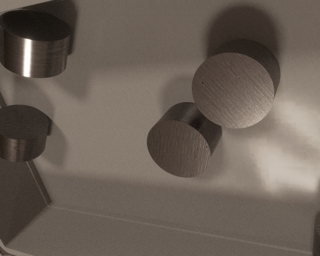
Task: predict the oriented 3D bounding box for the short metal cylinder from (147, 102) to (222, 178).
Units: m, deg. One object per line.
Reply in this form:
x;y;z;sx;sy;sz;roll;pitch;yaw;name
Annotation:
0.031;0.014;0.384;0.080;0.050;0.079;13;124;20;short metal cylinder

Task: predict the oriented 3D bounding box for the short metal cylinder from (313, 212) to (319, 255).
0.214;0.130;0.341;0.080;0.080;0.050;4;120;26;short metal cylinder

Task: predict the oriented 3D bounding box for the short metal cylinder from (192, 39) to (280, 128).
0.079;-0.046;0.321;0.080;0.050;0.079;13;124;20;short metal cylinder

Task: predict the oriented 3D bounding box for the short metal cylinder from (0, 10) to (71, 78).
-0.156;-0.106;0.388;0.080;0.080;0.050;29;128;9;short metal cylinder

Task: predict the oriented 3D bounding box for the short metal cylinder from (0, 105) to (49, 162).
-0.222;0.008;0.492;0.080;0.080;0.050;30;128;8;short metal cylinder
